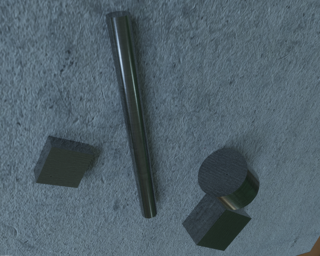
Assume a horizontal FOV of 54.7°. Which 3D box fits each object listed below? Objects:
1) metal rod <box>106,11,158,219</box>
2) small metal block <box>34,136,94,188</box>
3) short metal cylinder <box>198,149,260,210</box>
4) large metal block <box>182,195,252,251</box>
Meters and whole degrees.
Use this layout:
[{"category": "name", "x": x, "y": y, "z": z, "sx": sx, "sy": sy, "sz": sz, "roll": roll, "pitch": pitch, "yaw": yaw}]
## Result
[{"category": "metal rod", "x": -0.029, "y": 0.008, "z": 0.396, "sx": 0.025, "sy": 0.025, "sz": 0.298, "roll": -19, "pitch": 126, "yaw": -18}, {"category": "small metal block", "x": -0.116, "y": 0.041, "z": 0.370, "sx": 0.050, "sy": 0.025, "sz": 0.050, "roll": 16, "pitch": 110, "yaw": -35}, {"category": "short metal cylinder", "x": 0.106, "y": 0.080, "z": 0.481, "sx": 0.080, "sy": 0.080, "sz": 0.050, "roll": -44, "pitch": 130, "yaw": 2}, {"category": "large metal block", "x": 0.101, "y": 0.166, "z": 0.551, "sx": 0.080, "sy": 0.050, "sz": 0.080, "roll": 28, "pitch": 103, "yaw": -38}]
